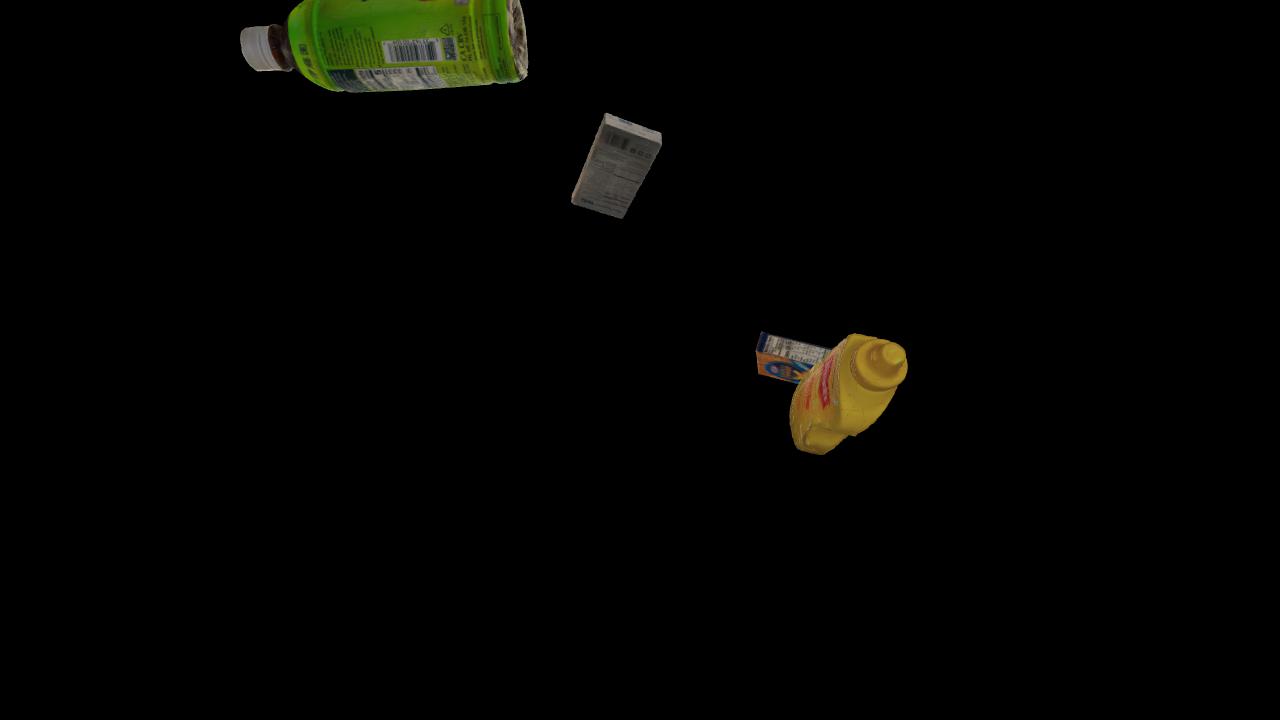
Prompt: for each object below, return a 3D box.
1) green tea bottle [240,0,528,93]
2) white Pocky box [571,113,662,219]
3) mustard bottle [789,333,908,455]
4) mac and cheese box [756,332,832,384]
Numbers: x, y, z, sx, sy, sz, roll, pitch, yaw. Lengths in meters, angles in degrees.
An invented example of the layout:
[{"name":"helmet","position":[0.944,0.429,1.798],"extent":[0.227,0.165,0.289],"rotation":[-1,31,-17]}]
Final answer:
[{"name":"green tea bottle","position":[-0.197,-0.246,0.476],"extent":[0.212,0.073,0.073],"rotation":[-4,0,-1]},{"name":"white Pocky box","position":[-0.036,-0.268,0.869],"extent":[0.084,0.028,0.154],"rotation":[14,-33,-17]},{"name":"mustard bottle","position":[0.186,0.025,0.549],"extent":[0.054,0.092,0.184],"rotation":[20,-19,3]},{"name":"mac and cheese box","position":[0.266,0.013,0.910],"extent":[0.184,0.041,0.093],"rotation":[15,-18,20]}]
